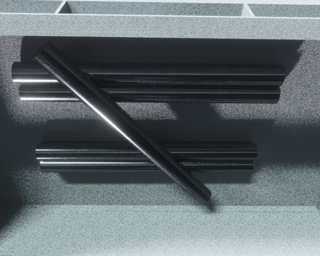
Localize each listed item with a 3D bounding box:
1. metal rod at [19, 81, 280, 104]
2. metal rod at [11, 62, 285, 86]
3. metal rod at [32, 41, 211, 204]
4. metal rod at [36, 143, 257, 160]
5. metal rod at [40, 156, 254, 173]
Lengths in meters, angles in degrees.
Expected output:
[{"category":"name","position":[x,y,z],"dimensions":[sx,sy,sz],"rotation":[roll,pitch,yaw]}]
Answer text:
[{"category":"metal rod","position":[-0.011,-0.043,0.370],"dimensions":[0.302,0.025,0.025],"rotation":[0,130,-1]},{"category":"metal rod","position":[-0.012,-0.062,0.354],"dimensions":[0.302,0.025,0.025],"rotation":[0,130,-1]},{"category":"metal rod","position":[-0.026,0.012,0.385],"dimensions":[0.025,0.025,0.300],"rotation":[-31,124,23]},{"category":"metal rod","position":[-0.018,0.033,0.434],"dimensions":[0.302,0.025,0.025],"rotation":[0,130,-1]},{"category":"metal rod","position":[-0.018,0.052,0.451],"dimensions":[0.302,0.025,0.025],"rotation":[0,130,-1]}]
